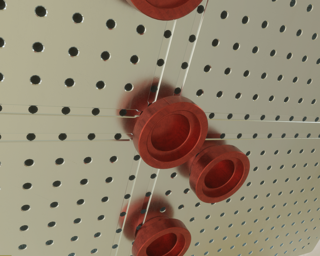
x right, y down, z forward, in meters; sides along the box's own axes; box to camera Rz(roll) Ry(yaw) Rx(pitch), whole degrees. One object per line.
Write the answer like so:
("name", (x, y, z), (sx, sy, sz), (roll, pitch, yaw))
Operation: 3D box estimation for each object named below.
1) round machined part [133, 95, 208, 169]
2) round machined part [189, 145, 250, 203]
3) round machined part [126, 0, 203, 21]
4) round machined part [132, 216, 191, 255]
("round machined part", (0.010, 0.002, 0.406), (0.099, 0.042, 0.097), (-14, 124, -21))
("round machined part", (0.089, 0.067, 0.489), (0.099, 0.042, 0.097), (-14, 124, -21))
("round machined part", (0.002, -0.159, 0.302), (0.099, 0.042, 0.097), (-14, 124, -21))
("round machined part", (-0.001, 0.187, 0.514), (0.099, 0.042, 0.097), (-14, 124, -21))
